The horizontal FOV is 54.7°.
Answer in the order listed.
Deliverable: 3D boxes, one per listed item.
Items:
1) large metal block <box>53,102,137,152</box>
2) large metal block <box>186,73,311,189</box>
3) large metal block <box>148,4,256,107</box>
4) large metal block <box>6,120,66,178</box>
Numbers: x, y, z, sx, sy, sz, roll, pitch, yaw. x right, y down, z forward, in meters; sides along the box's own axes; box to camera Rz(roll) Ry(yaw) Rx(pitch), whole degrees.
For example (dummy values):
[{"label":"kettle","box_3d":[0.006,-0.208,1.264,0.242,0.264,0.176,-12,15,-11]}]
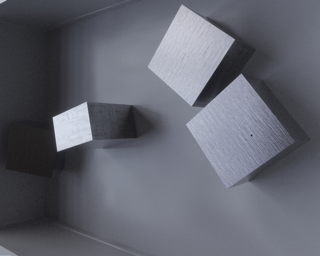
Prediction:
[{"label":"large metal block","box_3d":[-0.093,0.000,0.445,0.080,0.081,0.050,-17,79,38]},{"label":"large metal block","box_3d":[0.087,0.004,0.317,0.080,0.050,0.080,-45,64,30]},{"label":"large metal block","box_3d":[0.045,-0.079,0.352,0.080,0.050,0.080,46,117,30]},{"label":"large metal block","box_3d":[-0.211,0.034,0.537,0.080,0.050,0.079,11,99,3]}]
